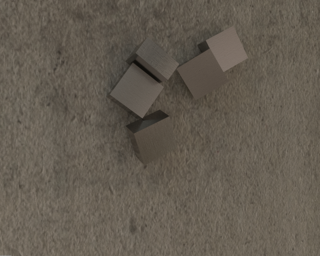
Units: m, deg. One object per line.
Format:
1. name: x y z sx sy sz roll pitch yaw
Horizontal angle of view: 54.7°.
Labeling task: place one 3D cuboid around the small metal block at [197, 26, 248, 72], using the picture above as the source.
1. small metal block: 0.090 -0.110 0.444 0.050 0.025 0.050 -31 101 -18

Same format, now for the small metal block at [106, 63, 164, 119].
1. small metal block: -0.032 -0.047 0.398 0.050 0.025 0.050 37 78 -17

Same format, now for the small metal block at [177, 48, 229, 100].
1. small metal block: 0.058 -0.073 0.419 0.050 0.025 0.050 -30 102 15

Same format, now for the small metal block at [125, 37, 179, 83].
1. small metal block: -0.011 -0.083 0.392 0.050 0.050 0.025 37 78 -17

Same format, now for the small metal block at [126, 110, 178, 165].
1. small metal block: -0.010 0.012 0.397 0.050 0.025 0.050 -27 123 -18
